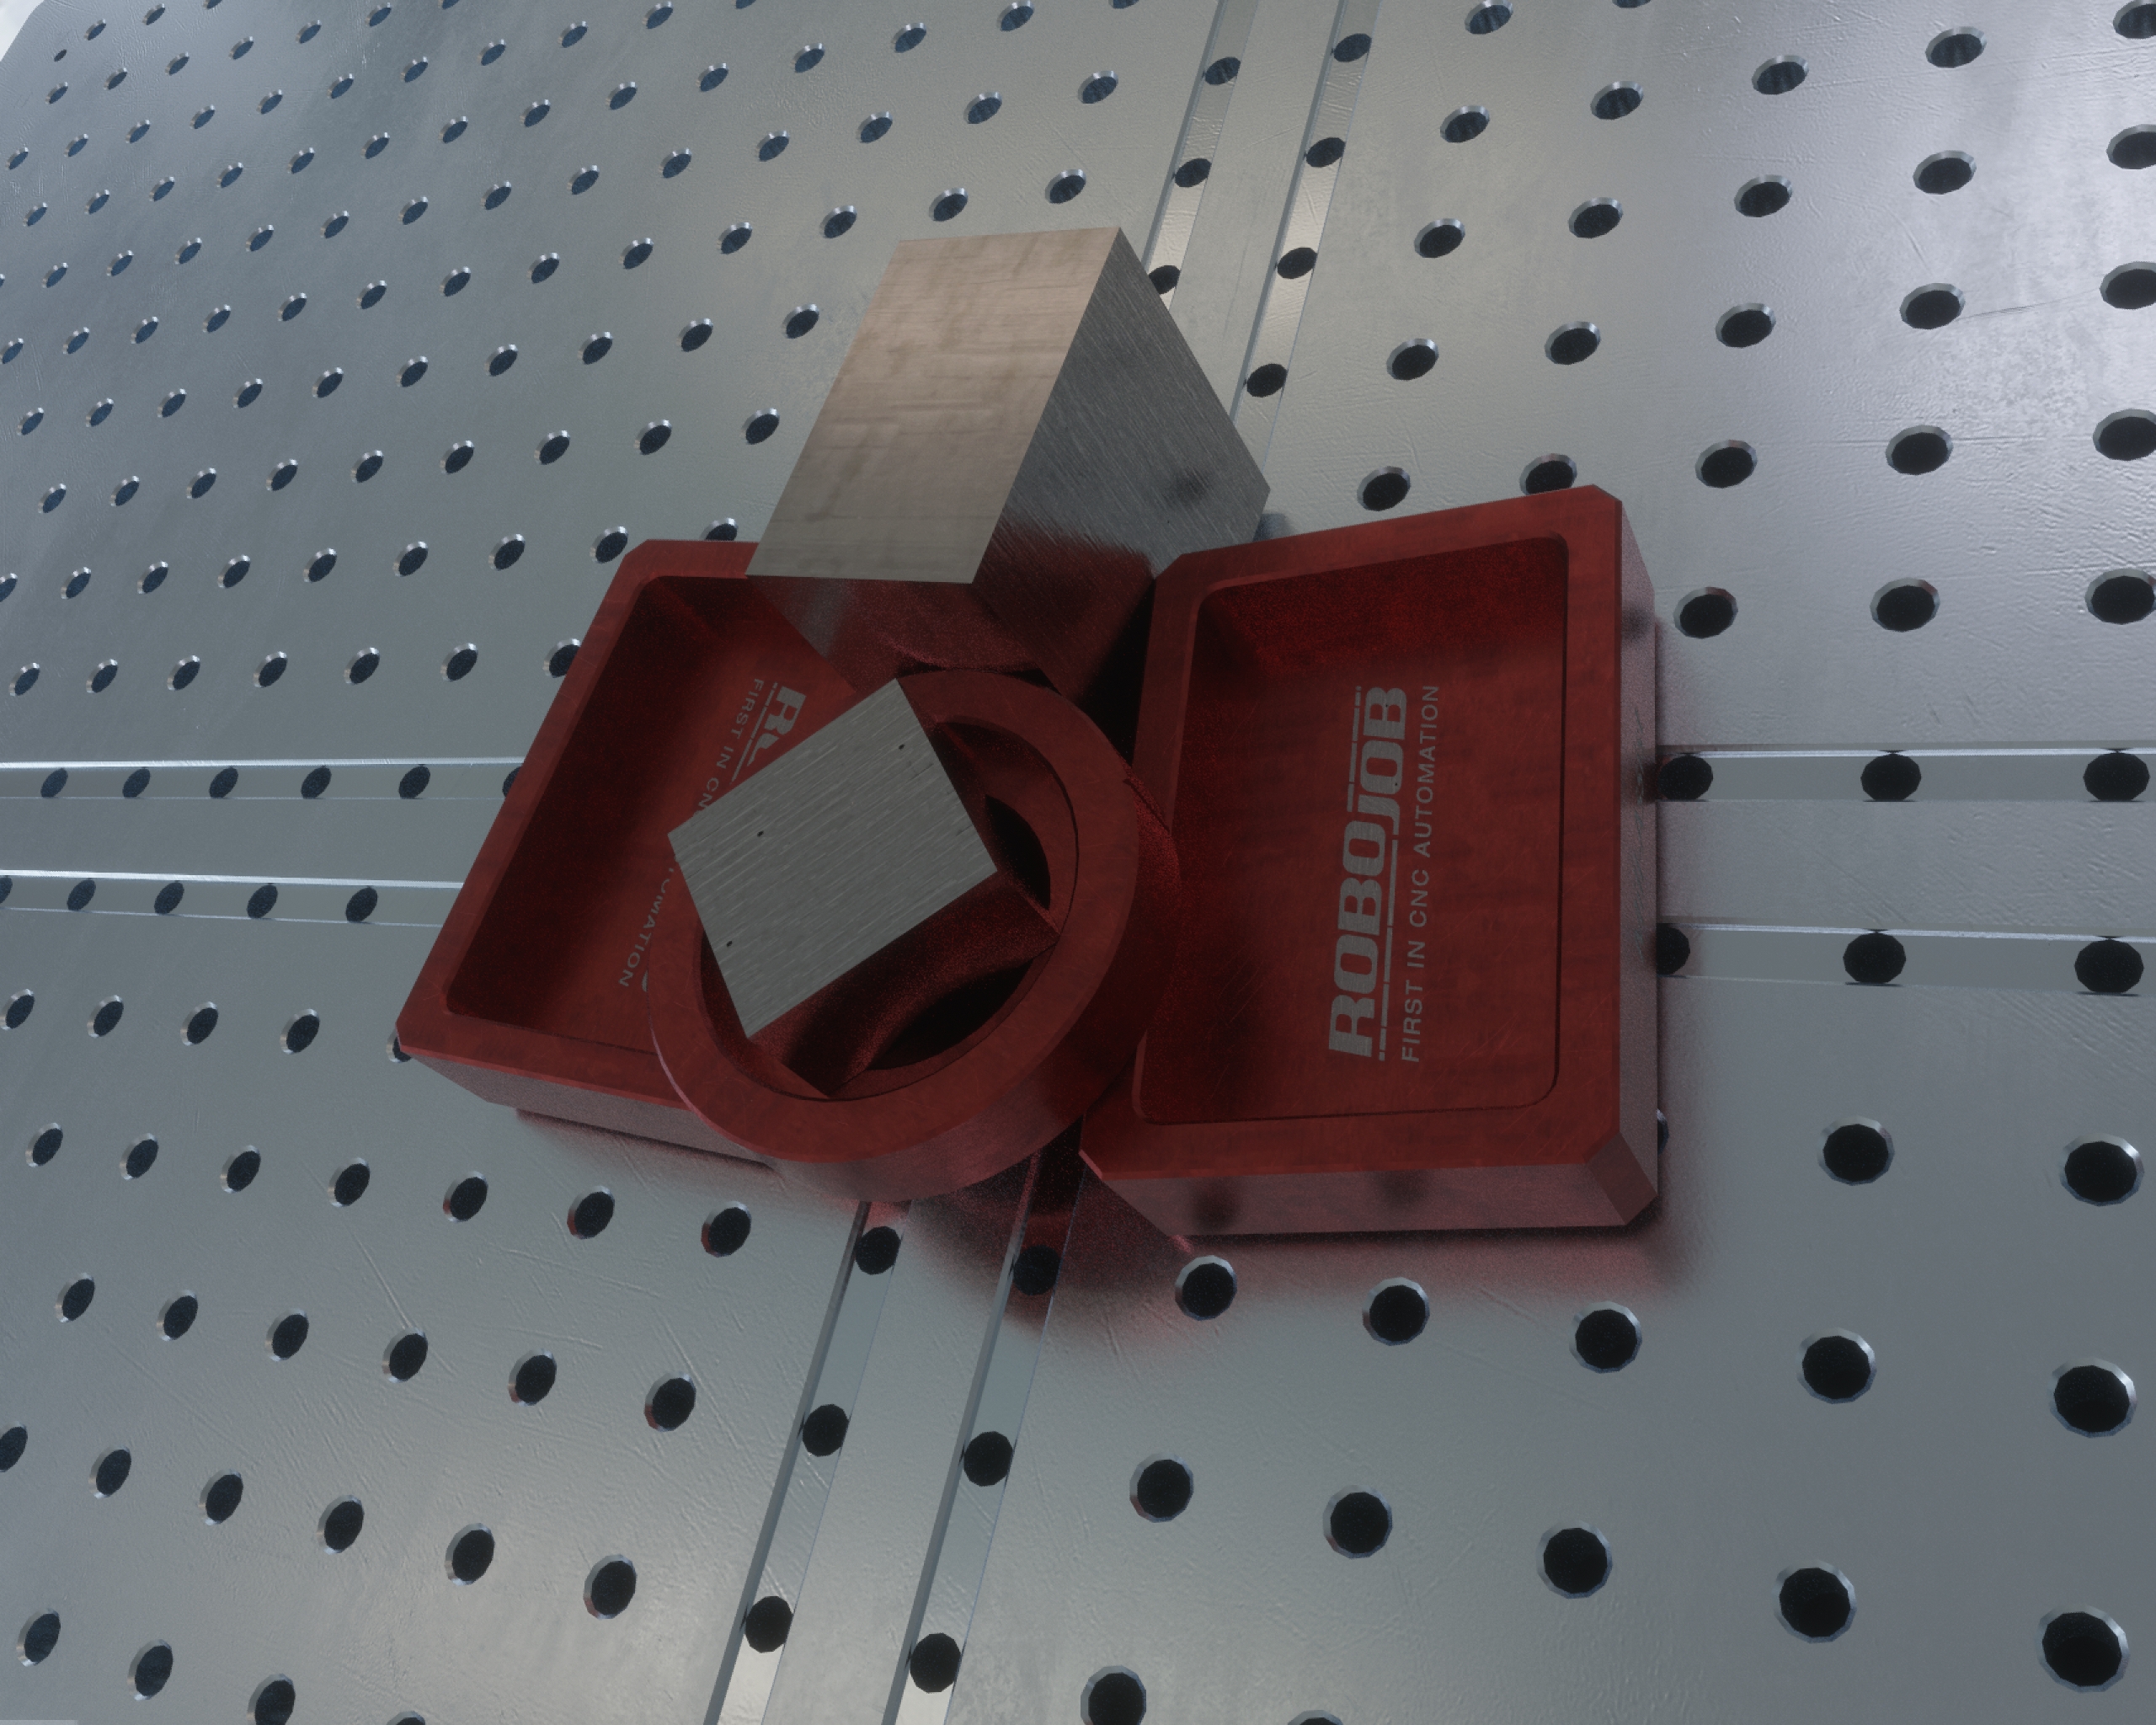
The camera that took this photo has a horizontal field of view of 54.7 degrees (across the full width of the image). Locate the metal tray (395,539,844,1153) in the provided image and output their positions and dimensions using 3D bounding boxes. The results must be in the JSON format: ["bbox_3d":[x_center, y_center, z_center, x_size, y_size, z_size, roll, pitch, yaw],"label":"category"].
[{"bbox_3d":[-0.079,-0.007,0.446,0.090,0.030,0.130,7,65,31],"label":"metal tray"}]

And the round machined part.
[{"bbox_3d":[-0.026,0.016,0.384,0.098,0.042,0.098,-13,56,21],"label":"round machined part"}]

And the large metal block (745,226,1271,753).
[{"bbox_3d":[-0.010,-0.066,0.414,0.050,0.080,0.080,7,65,31],"label":"large metal block"}]

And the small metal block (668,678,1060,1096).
[{"bbox_3d":[-0.038,0.004,0.367,0.050,0.025,0.050,-34,51,6],"label":"small metal block"}]

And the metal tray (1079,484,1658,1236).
[{"bbox_3d":[0.054,-0.001,0.372,0.090,0.030,0.130,-6,59,25],"label":"metal tray"}]
